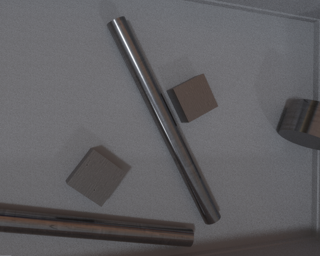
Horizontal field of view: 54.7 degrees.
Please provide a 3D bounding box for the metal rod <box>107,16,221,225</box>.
[{"bbox_3d":[0.010,-0.003,0.415,0.025,0.025,0.299,-29,100,-18],"label":"metal rod"}]

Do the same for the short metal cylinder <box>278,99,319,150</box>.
[{"bbox_3d":[0.228,-0.004,0.468,0.080,0.080,0.050,25,82,-19],"label":"short metal cylinder"}]

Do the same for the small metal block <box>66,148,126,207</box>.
[{"bbox_3d":[-0.079,0.060,0.382,0.050,0.025,0.050,39,77,-16],"label":"small metal block"}]

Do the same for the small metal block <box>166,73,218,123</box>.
[{"bbox_3d":[0.045,-0.041,0.428,0.050,0.025,0.050,-29,100,-18],"label":"small metal block"}]

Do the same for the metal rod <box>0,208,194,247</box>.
[{"bbox_3d":[-0.098,0.120,0.375,0.302,0.025,0.025,12,86,-20],"label":"metal rod"}]
